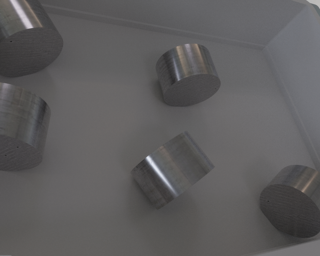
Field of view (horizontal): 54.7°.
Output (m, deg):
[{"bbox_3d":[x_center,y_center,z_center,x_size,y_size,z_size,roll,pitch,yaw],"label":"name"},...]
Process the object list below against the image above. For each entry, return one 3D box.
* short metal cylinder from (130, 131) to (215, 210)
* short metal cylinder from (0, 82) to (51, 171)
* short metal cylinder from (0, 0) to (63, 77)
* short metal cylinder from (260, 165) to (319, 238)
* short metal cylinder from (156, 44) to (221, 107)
[{"bbox_3d":[0.014,0.047,0.349,0.081,0.080,0.050,-30,79,-38],"label":"short metal cylinder"},{"bbox_3d":[-0.148,0.002,0.290,0.081,0.080,0.050,12,57,-22],"label":"short metal cylinder"},{"bbox_3d":[-0.158,-0.102,0.348,0.081,0.080,0.050,-24,75,-37],"label":"short metal cylinder"},{"bbox_3d":[0.181,0.096,0.409,0.050,0.080,0.080,-31,79,-38],"label":"short metal cylinder"},{"bbox_3d":[0.039,-0.072,0.435,0.081,0.080,0.050,0,62,-28],"label":"short metal cylinder"}]
